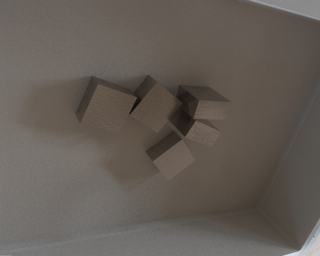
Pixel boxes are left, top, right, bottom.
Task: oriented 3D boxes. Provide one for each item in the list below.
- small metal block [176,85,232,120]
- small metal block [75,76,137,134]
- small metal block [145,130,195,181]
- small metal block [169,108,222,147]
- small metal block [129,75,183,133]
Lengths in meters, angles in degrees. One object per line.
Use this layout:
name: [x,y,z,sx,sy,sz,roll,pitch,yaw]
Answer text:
small metal block: [0.055,-0.034,0.404,0.050,0.050,0.025,0,118,-29]
small metal block: [-0.063,-0.026,0.360,0.050,0.025,0.050,16,110,-35]
small metal block: [0.016,0.040,0.444,0.050,0.025,0.050,-37,130,-4]
small metal block: [0.046,-0.003,0.417,0.050,0.050,0.025,22,107,-37]
small metal block: [-0.009,-0.029,0.387,0.050,0.025,0.050,-50,129,7]
